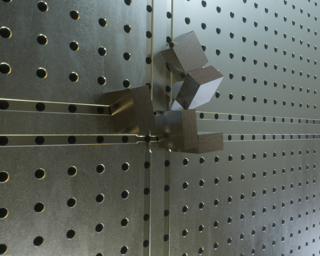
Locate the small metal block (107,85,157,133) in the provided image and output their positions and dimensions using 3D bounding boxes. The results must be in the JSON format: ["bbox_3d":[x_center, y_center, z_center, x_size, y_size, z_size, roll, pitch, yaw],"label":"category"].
[{"bbox_3d":[-0.034,-0.021,0.364,0.025,0.050,0.050,-19,102,-38],"label":"small metal block"}]

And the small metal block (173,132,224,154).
[{"bbox_3d":[0.053,0.020,0.436,0.050,0.050,0.025,-4,93,-40],"label":"small metal block"}]

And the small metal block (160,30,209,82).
[{"bbox_3d":[0.036,-0.101,0.438,0.050,0.025,0.050,-45,117,-30],"label":"small metal block"}]

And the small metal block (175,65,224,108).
[{"bbox_3d":[0.055,-0.056,0.435,0.050,0.050,0.025,-24,63,-37],"label":"small metal block"}]

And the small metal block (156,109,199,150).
[{"bbox_3d":[0.022,0.001,0.410,0.025,0.050,0.050,-9,96,-39],"label":"small metal block"}]
